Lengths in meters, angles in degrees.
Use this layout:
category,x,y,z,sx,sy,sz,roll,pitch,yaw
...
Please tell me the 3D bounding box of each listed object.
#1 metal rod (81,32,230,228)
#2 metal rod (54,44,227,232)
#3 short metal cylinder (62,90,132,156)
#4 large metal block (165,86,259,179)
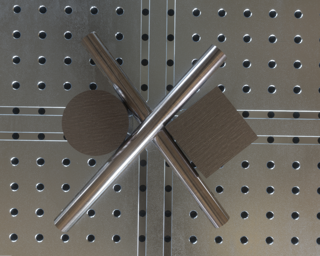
category,x,y,z,sx,sy,sz,roll,pitch,yaw
metal rod,-0.006,0.003,0.409,0.025,0.025,0.299,-36,90,0
metal rod,-0.029,0.019,0.388,0.025,0.025,0.299,42,98,0
short metal cylinder,-0.078,-0.006,0.396,0.081,0.050,0.079,0,90,0
large metal block,0.062,0.005,0.397,0.080,0.050,0.080,-38,90,0
